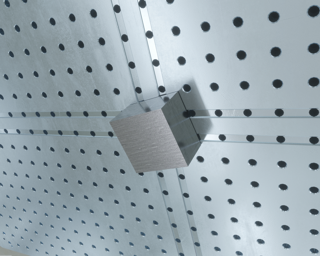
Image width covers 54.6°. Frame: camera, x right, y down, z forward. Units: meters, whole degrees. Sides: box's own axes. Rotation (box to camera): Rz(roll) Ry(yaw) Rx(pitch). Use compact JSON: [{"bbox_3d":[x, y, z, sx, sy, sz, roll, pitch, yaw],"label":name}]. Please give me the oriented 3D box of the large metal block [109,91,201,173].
[{"bbox_3d":[-0.005,0.008,0.402,0.080,0.050,0.080,-13,112,33],"label":"large metal block"}]
